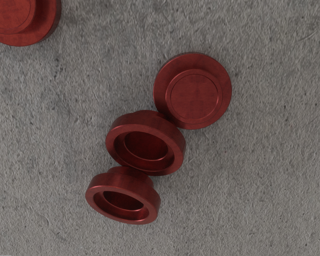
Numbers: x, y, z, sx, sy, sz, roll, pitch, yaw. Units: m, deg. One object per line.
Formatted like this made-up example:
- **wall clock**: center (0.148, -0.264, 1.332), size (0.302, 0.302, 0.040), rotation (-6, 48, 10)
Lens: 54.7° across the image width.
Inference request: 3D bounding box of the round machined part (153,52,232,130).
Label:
- **round machined part**: center (0.041, -0.043, 0.385), size (0.099, 0.042, 0.097), rotation (0, 110, 0)

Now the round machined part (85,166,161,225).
- **round machined part**: center (-0.046, 0.088, 0.418), size (0.098, 0.042, 0.097), rotation (10, 139, 9)

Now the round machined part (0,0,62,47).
- **round machined part**: center (-0.166, -0.141, 0.347), size (0.099, 0.042, 0.097), rotation (0, 110, 0)

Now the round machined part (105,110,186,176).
- **round machined part**: center (-0.015, 0.015, 0.392), size (0.098, 0.042, 0.097), rotation (9, 138, 9)
